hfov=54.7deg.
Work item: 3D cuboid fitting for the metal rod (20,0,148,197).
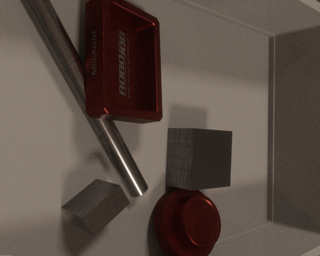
[{"bbox_3d":[-0.086,-0.049,0.335,0.025,0.025,0.299,-39,114,-33],"label":"metal rod"}]

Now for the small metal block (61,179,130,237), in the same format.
[{"bbox_3d":[-0.070,0.083,0.334,0.050,0.050,0.025,-39,115,-33],"label":"small metal block"}]

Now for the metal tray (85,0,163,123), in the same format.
[{"bbox_3d":[-0.039,-0.074,0.352,0.091,0.030,0.129,7,78,-50],"label":"metal tray"}]

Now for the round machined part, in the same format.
[{"bbox_3d":[0.043,0.126,0.415,0.099,0.042,0.098,19,59,-33],"label":"round machined part"}]

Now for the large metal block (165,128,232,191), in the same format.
[{"bbox_3d":[0.056,0.042,0.440,0.081,0.050,0.080,4,87,-40],"label":"large metal block"}]
